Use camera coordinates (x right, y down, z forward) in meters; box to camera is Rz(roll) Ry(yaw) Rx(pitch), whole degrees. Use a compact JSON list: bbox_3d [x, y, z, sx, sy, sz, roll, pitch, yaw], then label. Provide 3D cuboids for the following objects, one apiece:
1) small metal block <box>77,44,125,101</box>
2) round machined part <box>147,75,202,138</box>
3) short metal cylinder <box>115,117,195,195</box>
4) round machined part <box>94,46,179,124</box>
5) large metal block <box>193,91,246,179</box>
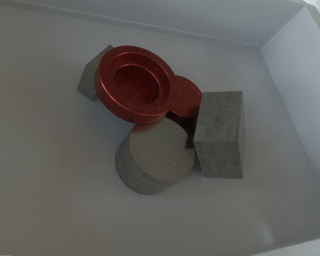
[{"bbox_3d":[-0.074,-0.069,0.390,0.025,0.050,0.050,38,51,-3],"label":"small metal block"},{"bbox_3d":[0.021,-0.033,0.424,0.099,0.042,0.098,14,56,-21],"label":"round machined part"},{"bbox_3d":[-0.007,0.033,0.365,0.081,0.050,0.080,14,56,-21],"label":"short metal cylinder"},{"bbox_3d":[-0.030,-0.047,0.369,0.099,0.042,0.098,14,56,-21],"label":"round machined part"},{"bbox_3d":[0.081,0.010,0.399,0.050,0.080,0.080,0,50,20],"label":"large metal block"}]
